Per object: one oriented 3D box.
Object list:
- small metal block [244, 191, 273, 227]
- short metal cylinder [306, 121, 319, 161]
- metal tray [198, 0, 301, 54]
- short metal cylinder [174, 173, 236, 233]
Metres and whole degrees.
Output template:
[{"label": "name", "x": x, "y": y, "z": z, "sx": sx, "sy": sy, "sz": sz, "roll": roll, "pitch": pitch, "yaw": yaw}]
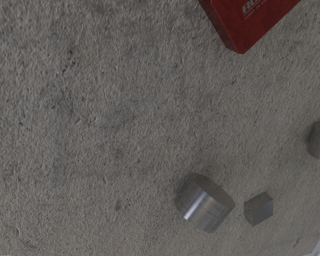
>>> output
[{"label": "small metal block", "x": 0.196, "y": 0.161, "z": 0.614, "sx": 0.050, "sy": 0.025, "sz": 0.050, "roll": -25, "pitch": 128, "yaw": -13}, {"label": "short metal cylinder", "x": 0.315, "y": 0.026, "z": 0.560, "sx": 0.081, "sy": 0.080, "sz": 0.050, "roll": -9, "pitch": 122, "yaw": -24}, {"label": "metal tray", "x": 0.118, "y": -0.164, "z": 0.366, "sx": 0.130, "sy": 0.030, "sz": 0.090, "roll": -44, "pitch": 130, "yaw": 2}, {"label": "short metal cylinder", "x": 0.069, "y": 0.114, "z": 0.480, "sx": 0.080, "sy": 0.080, "sz": 0.050, "roll": 25, "pitch": 105, "yaw": -37}]
